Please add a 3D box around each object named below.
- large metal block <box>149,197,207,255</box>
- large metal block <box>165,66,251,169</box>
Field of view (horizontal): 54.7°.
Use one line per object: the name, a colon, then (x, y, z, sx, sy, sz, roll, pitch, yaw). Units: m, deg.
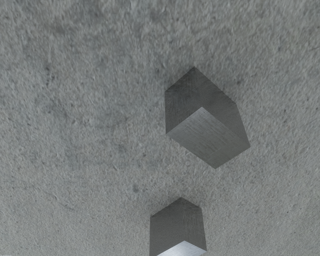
large metal block: (0.028, 0.178, 0.523, 0.050, 0.080, 0.080, 35, 122, -26)
large metal block: (0.052, -0.012, 0.362, 0.080, 0.080, 0.050, 36, 121, -27)
